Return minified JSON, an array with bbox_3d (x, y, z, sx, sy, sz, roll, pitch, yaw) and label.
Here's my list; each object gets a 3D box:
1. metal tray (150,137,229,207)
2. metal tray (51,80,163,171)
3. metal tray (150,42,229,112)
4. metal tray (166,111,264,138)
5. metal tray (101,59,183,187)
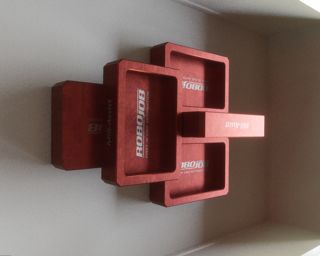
[{"bbox_3d":[0.046,0.056,0.442,0.131,0.030,0.089,1,90,-40],"label":"metal tray"},{"bbox_3d":[-0.055,-0.002,0.355,0.131,0.030,0.089,0,90,-40],"label":"metal tray"},{"bbox_3d":[0.046,-0.064,0.442,0.131,0.030,0.089,1,90,-40],"label":"metal tray"},{"bbox_3d":[0.068,-0.004,0.420,0.131,0.090,0.030,1,90,-40],"label":"metal tray"},{"bbox_3d":[-0.018,-0.005,0.348,0.091,0.030,0.129,1,89,-40],"label":"metal tray"}]
